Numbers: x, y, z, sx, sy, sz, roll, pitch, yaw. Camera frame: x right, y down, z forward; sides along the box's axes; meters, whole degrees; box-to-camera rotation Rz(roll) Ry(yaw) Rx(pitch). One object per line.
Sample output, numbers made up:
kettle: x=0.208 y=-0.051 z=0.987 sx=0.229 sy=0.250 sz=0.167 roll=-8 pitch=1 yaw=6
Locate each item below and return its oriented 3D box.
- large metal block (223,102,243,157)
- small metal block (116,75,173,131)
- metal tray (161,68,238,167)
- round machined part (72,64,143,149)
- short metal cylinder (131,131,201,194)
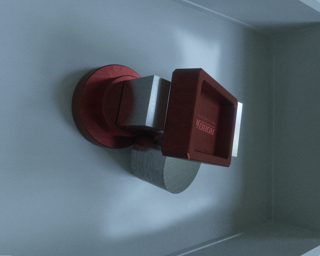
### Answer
large metal block: x=0.071 y=-0.004 z=0.448 sx=0.081 sy=0.050 sz=0.080 roll=13 pitch=82 yaw=-40
small metal block: x=-0.016 y=-0.024 z=0.321 sx=0.025 sy=0.050 sz=0.050 roll=16 pitch=80 yaw=-39
metal tray: x=0.052 y=-0.005 z=0.355 sx=0.131 sy=0.030 sz=0.090 roll=19 pitch=77 yaw=-58
round machined part: x=-0.046 y=-0.025 z=0.356 sx=0.099 sy=0.042 sz=0.097 roll=0 pitch=90 yaw=-40
short metal cylinder: x=0.010 y=0.035 z=0.384 sx=0.081 sy=0.050 sz=0.079 roll=-23 pitch=121 yaw=-46
